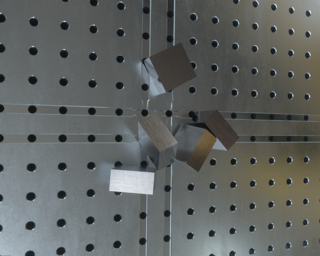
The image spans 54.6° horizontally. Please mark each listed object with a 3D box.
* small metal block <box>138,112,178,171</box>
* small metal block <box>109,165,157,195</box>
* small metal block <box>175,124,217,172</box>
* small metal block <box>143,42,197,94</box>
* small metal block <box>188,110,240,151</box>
[{"bbox_3d":[-0.004,0.018,0.387,0.025,0.050,0.050,-26,62,-18],"label":"small metal block"},{"bbox_3d":[-0.031,0.062,0.380,0.050,0.050,0.025,4,89,4],"label":"small metal block"},{"bbox_3d":[0.040,0.025,0.411,0.025,0.050,0.050,38,77,-32],"label":"small metal block"},{"bbox_3d":[0.014,-0.080,0.417,0.050,0.025,0.050,-29,100,-18],"label":"small metal block"},{"bbox_3d":[0.072,0.003,0.426,0.025,0.050,0.050,-45,104,-15],"label":"small metal block"}]
